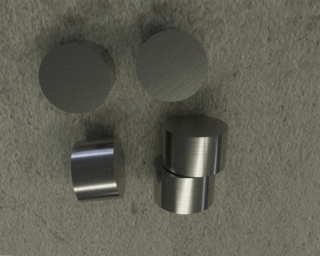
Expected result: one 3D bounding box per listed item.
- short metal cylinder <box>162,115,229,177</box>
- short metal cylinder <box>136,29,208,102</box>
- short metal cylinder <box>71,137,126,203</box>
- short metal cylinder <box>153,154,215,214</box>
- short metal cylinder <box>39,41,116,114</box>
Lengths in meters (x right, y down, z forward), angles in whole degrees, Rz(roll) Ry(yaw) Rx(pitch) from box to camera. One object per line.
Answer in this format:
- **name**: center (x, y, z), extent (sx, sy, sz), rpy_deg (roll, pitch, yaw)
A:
- **short metal cylinder**: center (0.043, 0.020, 0.388), extent (0.081, 0.080, 0.050), rpy_deg (0, 110, -1)
- **short metal cylinder**: center (0.013, -0.076, 0.369), extent (0.081, 0.050, 0.079), rpy_deg (0, 110, -1)
- **short metal cylinder**: center (-0.076, 0.053, 0.399), extent (0.050, 0.080, 0.079), rpy_deg (-6, 110, 2)
- **short metal cylinder**: center (0.032, 0.068, 0.406), extent (0.081, 0.080, 0.050), rpy_deg (0, 110, -1)
- **short metal cylinder**: center (-0.096, -0.063, 0.372), extent (0.081, 0.050, 0.079), rpy_deg (0, 110, -1)
